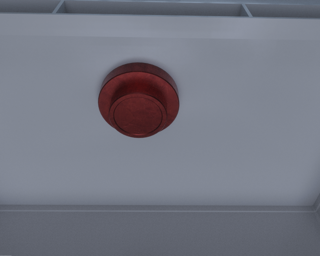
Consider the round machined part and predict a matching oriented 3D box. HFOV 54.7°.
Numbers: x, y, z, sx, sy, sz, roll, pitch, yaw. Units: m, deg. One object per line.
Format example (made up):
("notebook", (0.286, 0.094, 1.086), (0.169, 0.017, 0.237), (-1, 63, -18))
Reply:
("round machined part", (-0.026, -0.026, 0.376), (0.099, 0.042, 0.097), (-1, 130, 0))
